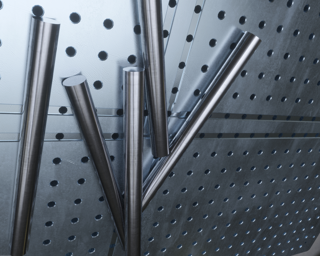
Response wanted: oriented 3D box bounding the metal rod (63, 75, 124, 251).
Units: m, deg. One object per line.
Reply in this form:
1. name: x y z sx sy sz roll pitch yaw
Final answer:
1. metal rod: -0.071 0.069 0.416 0.025 0.025 0.298 -21 127 -16

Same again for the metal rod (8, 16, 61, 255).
1. metal rod: -0.147 0.029 0.349 0.025 0.025 0.298 3 117 -30

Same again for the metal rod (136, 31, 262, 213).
1. metal rod: 0.042 0.002 0.437 0.025 0.025 0.299 24 105 -37

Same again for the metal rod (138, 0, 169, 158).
1. metal rod: -0.008 -0.091 0.351 0.025 0.025 0.298 -17 126 -19

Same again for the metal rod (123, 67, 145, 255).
1. metal rod: -0.036 0.068 0.416 0.025 0.025 0.298 -9 117 -24
